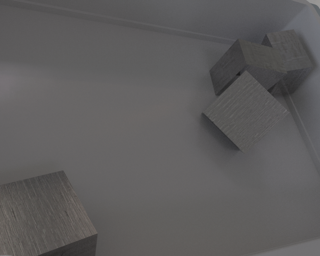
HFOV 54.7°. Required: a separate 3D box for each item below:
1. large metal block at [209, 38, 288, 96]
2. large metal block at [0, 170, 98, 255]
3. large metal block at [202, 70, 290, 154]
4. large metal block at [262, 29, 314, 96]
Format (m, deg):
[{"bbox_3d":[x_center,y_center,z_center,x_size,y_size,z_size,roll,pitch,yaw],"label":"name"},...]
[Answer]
[{"bbox_3d":[0.140,-0.090,0.500,0.081,0.080,0.050,6,59,-25],"label":"large metal block"},{"bbox_3d":[-0.107,0.088,0.257,0.081,0.050,0.080,-11,38,-33],"label":"large metal block"},{"bbox_3d":[0.117,-0.022,0.439,0.080,0.050,0.080,-45,87,5],"label":"large metal block"},{"bbox_3d":[0.211,-0.111,0.543,0.050,0.080,0.080,-11,65,-6],"label":"large metal block"}]
